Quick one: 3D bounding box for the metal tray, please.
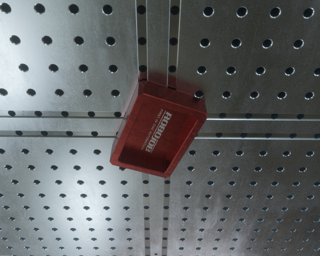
[{"bbox_3d":[-0.006,0.007,0.414,0.091,0.030,0.129,16,129,-14],"label":"metal tray"}]
